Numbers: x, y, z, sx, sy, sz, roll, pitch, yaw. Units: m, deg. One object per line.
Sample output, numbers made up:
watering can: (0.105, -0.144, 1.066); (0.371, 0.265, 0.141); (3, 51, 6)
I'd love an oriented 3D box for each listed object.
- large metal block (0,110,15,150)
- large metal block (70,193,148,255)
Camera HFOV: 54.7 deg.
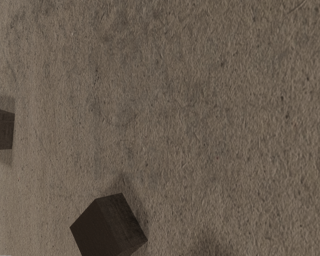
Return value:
large metal block: (-0.370, 0.001, 0.689); (0.080, 0.050, 0.079); (13, 98, 39)
large metal block: (-0.076, 0.154, 0.449); (0.080, 0.050, 0.080); (-48, 62, 29)
